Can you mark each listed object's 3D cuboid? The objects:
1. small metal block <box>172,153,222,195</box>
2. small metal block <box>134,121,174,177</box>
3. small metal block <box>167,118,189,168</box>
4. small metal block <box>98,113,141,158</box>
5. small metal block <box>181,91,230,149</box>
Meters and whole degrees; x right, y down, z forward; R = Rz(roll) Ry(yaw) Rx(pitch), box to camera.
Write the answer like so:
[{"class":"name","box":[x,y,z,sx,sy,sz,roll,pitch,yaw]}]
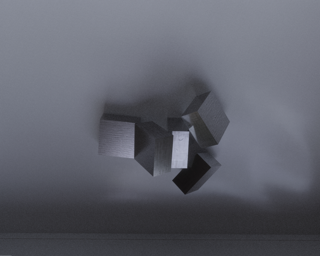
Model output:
[{"class":"small metal block","box":[0.051,0.060,0.416,0.025,0.050,0.050,46,106,21]},{"class":"small metal block","box":[-0.009,0.025,0.386,0.025,0.050,0.050,-11,117,-30]},{"class":"small metal block","box":[0.022,0.018,0.404,0.025,0.050,0.050,1,110,-1]},{"class":"small metal block","box":[-0.054,0.010,0.412,0.050,0.025,0.050,6,110,-3]},{"class":"small metal block","box":[0.059,-0.011,0.390,0.025,0.050,0.050,-19,113,41]}]
